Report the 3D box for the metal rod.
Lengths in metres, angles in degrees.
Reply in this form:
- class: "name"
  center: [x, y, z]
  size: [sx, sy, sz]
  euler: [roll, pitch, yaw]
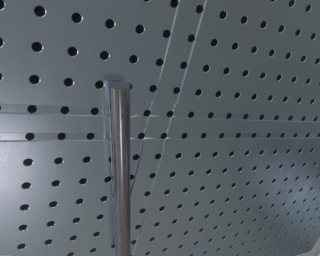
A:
- class: "metal rod"
  center: [-0.054, 0.079, 0.430]
  size: [0.025, 0.025, 0.298]
  euler: [-11, 123, -23]
